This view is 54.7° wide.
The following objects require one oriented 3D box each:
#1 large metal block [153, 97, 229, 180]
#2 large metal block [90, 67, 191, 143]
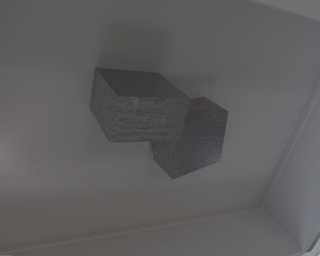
[{"bbox_3d":[0.039,0.011,0.415,0.081,0.050,0.079,-16,126,-28],"label":"large metal block"},{"bbox_3d":[-0.025,-0.027,0.342,0.081,0.080,0.050,-1,119,-28],"label":"large metal block"}]
